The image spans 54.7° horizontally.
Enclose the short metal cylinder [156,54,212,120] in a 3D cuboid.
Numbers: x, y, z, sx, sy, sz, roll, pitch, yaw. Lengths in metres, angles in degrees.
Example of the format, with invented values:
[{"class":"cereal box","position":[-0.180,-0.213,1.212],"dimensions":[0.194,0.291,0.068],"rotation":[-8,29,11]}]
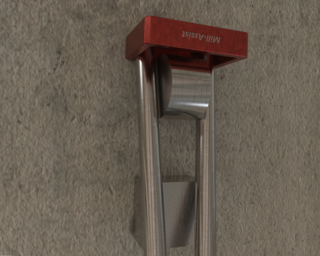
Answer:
[{"class":"short metal cylinder","position":[0.023,-0.050,0.391],"dimensions":[0.050,0.080,0.079],"rotation":[2,90,-21]}]

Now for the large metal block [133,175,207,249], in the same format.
[{"class":"large metal block","position":[0.011,0.105,0.400],"dimensions":[0.081,0.050,0.079],"rotation":[2,90,-20]}]

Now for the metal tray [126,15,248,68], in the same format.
[{"class":"metal tray","position":[0.031,-0.102,0.388],"dimensions":[0.131,0.090,0.030],"rotation":[2,90,-20]}]

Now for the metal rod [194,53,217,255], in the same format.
[{"class":"metal rod","position":[0.056,0.046,0.383],"dimensions":[0.025,0.025,0.299],"rotation":[9,72,-20]}]

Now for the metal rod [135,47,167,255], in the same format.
[{"class":"metal rod","position":[-0.011,0.042,0.359],"dimensions":[0.025,0.025,0.299],"rotation":[2,74,-20]}]
